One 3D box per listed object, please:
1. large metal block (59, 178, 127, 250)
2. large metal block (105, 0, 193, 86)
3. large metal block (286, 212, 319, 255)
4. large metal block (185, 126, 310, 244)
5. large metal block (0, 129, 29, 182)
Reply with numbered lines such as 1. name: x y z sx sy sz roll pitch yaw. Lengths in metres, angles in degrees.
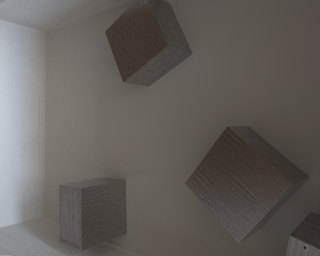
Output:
1. large metal block: -0.095 0.118 0.447 0.050 0.081 0.079 -2 89 40
2. large metal block: -0.017 -0.111 0.402 0.080 0.050 0.080 -32 70 35
3. large metal block: 0.150 0.130 0.255 0.080 0.050 0.079 19 113 39
4. large metal block: 0.087 0.054 0.318 0.080 0.050 0.080 46 117 29
5. large metal block: -0.333 0.059 0.663 0.080 0.050 0.080 48 118 29
